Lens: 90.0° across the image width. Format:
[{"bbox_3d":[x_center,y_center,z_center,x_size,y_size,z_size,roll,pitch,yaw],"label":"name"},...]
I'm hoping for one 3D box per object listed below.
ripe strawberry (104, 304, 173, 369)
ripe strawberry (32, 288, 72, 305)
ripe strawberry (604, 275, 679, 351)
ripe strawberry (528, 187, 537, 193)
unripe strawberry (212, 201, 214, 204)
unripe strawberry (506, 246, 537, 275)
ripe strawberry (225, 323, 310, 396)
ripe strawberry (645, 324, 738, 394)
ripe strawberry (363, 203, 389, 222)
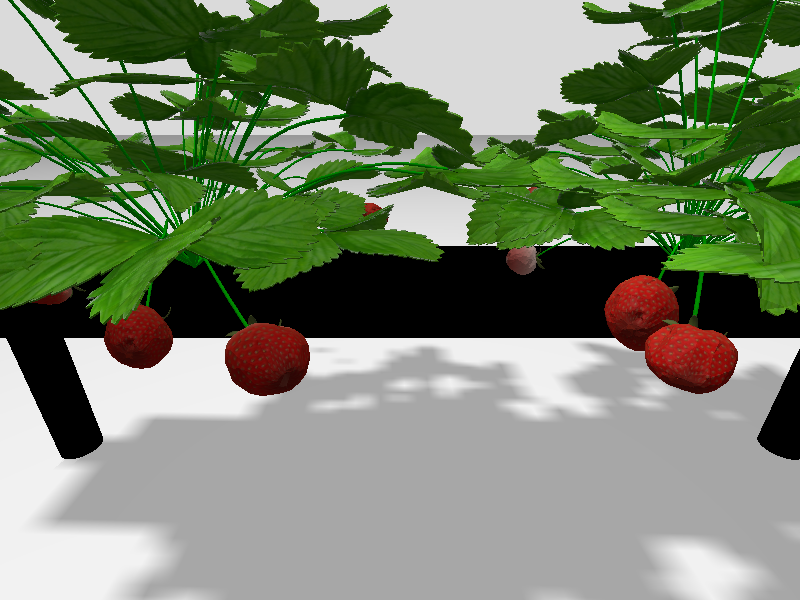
[{"bbox_3d":[-0.140,0.021,0.213,0.031,0.035,0.033,-7,27,-15],"label":"ripe strawberry"},{"bbox_3d":[-0.257,-0.010,0.287,0.033,0.030,0.030,18,30,34],"label":"ripe strawberry"},{"bbox_3d":[0.137,0.009,0.230,0.038,0.043,0.041,19,31,36],"label":"ripe strawberry"},{"bbox_3d":[0.201,-0.147,0.581,0.044,0.039,0.040,-6,12,-13],"label":"ripe strawberry"},{"bbox_3d":[-0.268,-0.139,0.585,0.013,0.012,0.012,-8,25,-16],"label":"unripe strawberry"},{"bbox_3d":[0.105,-0.036,0.348,0.026,0.027,0.024,-5,25,-5],"label":"unripe strawberry"},{"bbox_3d":[-0.062,0.029,0.194,0.040,0.034,0.040,-16,29,-31],"label":"ripe strawberry"},{"bbox_3d":[0.140,0.030,0.195,0.037,0.033,0.034,15,39,30],"label":"ripe strawberry"},{"bbox_3d":[-0.032,-0.098,0.475,0.035,0.035,0.039,-17,29,-34],"label":"ripe strawberry"}]
